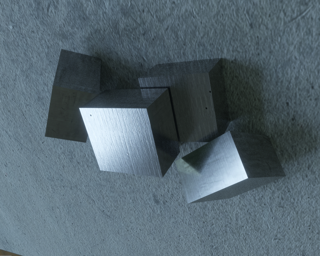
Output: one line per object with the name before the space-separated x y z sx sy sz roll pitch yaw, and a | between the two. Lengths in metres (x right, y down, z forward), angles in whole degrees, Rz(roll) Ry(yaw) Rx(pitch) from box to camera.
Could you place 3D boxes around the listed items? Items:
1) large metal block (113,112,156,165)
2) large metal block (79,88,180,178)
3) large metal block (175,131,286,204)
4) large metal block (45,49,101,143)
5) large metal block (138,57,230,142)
large metal block | -0.032 0.005 0.408 0.080 0.050 0.080 0 119 27
large metal block | -0.030 0.003 0.341 0.080 0.050 0.079 2 120 27
large metal block | 0.079 0.046 0.350 0.080 0.081 0.050 -35 61 38
large metal block | -0.110 -0.041 0.395 0.050 0.080 0.079 10 130 -18
large metal block | 0.031 -0.031 0.356 0.080 0.050 0.080 0 119 27
